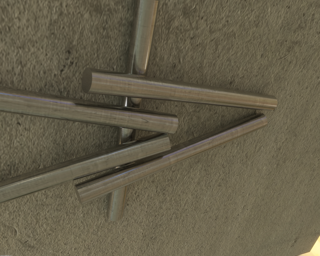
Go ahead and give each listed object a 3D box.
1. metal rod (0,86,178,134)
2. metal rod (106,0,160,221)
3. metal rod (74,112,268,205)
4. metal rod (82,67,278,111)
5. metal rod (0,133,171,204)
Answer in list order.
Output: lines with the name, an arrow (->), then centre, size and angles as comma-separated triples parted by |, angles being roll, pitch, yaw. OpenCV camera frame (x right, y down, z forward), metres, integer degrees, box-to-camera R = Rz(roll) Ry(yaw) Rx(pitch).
metal rod -> -0.118, -0.023, 0.312 | 0.302, 0.025, 0.025 | 8, 115, -26
metal rod -> -0.039, -0.004, 0.386 | 0.025, 0.025, 0.298 | -3, 120, -27
metal rod -> 0.032, 0.033, 0.428 | 0.302, 0.025, 0.025 | -19, 127, -25
metal rod -> 0.050, -0.043, 0.390 | 0.302, 0.025, 0.025 | 2, 118, -37
metal rod -> -0.132, 0.058, 0.355 | 0.302, 0.025, 0.025 | -17, 126, -13
